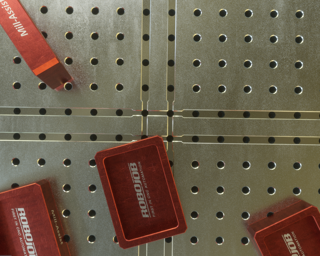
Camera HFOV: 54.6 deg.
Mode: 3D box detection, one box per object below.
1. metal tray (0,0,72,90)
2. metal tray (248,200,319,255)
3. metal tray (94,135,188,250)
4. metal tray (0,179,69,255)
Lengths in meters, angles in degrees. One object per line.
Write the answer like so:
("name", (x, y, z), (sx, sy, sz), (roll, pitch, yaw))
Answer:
("metal tray", (-0.163, -0.116, 0.378), (0.030, 0.090, 0.130), (-34, 90, -8))
("metal tray", (0.187, 0.175, 0.412), (0.090, 0.030, 0.130), (-26, 90, 0))
("metal tray", (-0.024, 0.082, 0.410), (0.090, 0.030, 0.129), (-16, 90, 0))
("metal tray", (-0.179, 0.143, 0.409), (0.090, 0.030, 0.129), (-16, 90, 0))
